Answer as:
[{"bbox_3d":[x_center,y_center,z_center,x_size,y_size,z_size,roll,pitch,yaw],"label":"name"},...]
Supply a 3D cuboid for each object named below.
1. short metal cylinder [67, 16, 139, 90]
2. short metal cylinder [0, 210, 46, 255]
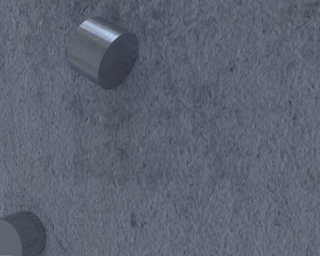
[{"bbox_3d":[-0.072,-0.097,0.404,0.050,0.080,0.080,31,100,17],"label":"short metal cylinder"},{"bbox_3d":[-0.224,0.172,0.472,0.080,0.050,0.079,0,90,19],"label":"short metal cylinder"}]
